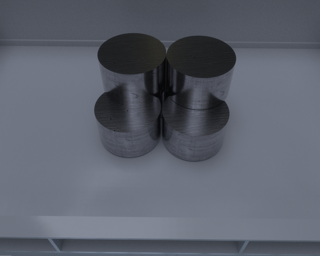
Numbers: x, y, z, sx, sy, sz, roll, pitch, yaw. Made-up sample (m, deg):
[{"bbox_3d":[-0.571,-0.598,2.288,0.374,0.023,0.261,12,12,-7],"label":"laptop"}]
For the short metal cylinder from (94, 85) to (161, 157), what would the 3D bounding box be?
[{"bbox_3d":[-0.039,-0.010,0.394,0.080,0.050,0.080,0,50,0],"label":"short metal cylinder"}]

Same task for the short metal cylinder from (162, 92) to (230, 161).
[{"bbox_3d":[0.043,-0.005,0.391,0.080,0.050,0.080,0,50,0],"label":"short metal cylinder"}]

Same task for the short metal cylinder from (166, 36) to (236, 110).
[{"bbox_3d":[0.048,-0.068,0.378,0.080,0.050,0.080,0,50,0],"label":"short metal cylinder"}]

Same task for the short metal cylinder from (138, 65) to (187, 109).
[{"bbox_3d":[0.006,-0.061,0.438,0.080,0.050,0.080,0,50,0],"label":"short metal cylinder"}]

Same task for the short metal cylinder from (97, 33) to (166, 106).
[{"bbox_3d":[-0.033,-0.073,0.383,0.080,0.050,0.080,0,50,0],"label":"short metal cylinder"}]
